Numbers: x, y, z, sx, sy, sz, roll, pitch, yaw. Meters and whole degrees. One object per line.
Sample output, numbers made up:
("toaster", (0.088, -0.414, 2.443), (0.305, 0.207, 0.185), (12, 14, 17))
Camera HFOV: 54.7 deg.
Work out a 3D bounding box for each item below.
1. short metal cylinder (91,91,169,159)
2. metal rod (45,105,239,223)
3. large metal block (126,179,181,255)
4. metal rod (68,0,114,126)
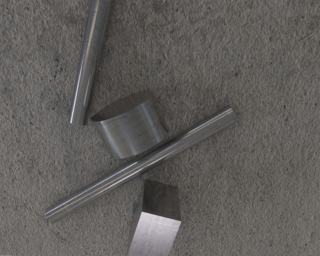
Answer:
("short metal cylinder", (-0.036, -0.006, 0.378), (0.080, 0.080, 0.050), (-22, 109, 7))
("metal rod", (-0.032, 0.054, 0.429), (0.300, 0.025, 0.025), (-30, 108, 10))
("large metal block", (-0.009, 0.130, 0.428), (0.050, 0.080, 0.079), (16, 109, -6))
("metal rod", (-0.067, -0.143, 0.356), (0.025, 0.025, 0.298), (15, 109, -6))
